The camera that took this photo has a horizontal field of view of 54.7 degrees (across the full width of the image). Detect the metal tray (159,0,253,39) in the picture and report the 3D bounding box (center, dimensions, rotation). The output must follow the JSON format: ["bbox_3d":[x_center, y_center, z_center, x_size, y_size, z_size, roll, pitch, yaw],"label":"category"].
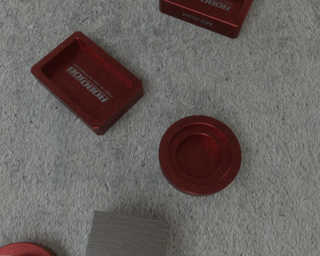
[{"bbox_3d":[0.075,-0.202,0.480,0.130,0.030,0.090,23,71,8],"label":"metal tray"}]

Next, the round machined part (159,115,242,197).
[{"bbox_3d":[0.047,0.037,0.386,0.099,0.042,0.098,0,70,-1],"label":"round machined part"}]

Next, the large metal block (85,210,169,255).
[{"bbox_3d":[-0.037,0.140,0.343,0.080,0.050,0.080,8,70,2],"label":"large metal block"}]

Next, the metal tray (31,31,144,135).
[{"bbox_3d":[-0.098,-0.064,0.427,0.130,0.030,0.090,40,74,13],"label":"metal tray"}]

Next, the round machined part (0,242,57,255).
[{"bbox_3d":[-0.156,0.175,0.333,0.099,0.042,0.098,0,70,-1],"label":"round machined part"}]
